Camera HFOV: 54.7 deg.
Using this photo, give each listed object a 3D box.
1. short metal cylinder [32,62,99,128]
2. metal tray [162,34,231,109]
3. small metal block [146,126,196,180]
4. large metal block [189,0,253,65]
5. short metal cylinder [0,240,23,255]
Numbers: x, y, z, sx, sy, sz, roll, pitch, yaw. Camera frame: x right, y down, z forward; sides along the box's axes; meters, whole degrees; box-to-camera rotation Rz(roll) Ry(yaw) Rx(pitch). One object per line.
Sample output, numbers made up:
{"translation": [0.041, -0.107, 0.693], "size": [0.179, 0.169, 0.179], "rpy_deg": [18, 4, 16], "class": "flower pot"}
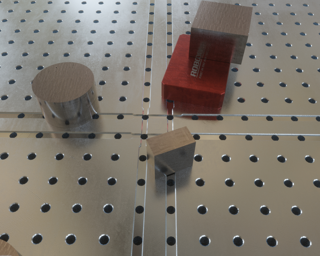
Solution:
{"translation": [-0.128, -0.046, 0.429], "size": [0.081, 0.050, 0.080], "rpy_deg": [0, 50, 0], "class": "short metal cylinder"}
{"translation": [0.061, -0.092, 0.482], "size": [0.090, 0.030, 0.130], "rpy_deg": [11, 51, 9], "class": "metal tray"}
{"translation": [0.012, 0.030, 0.366], "size": [0.050, 0.050, 0.025], "rpy_deg": [-18, 53, -14], "class": "small metal block"}
{"translation": [0.094, -0.149, 0.477], "size": [0.080, 0.050, 0.080], "rpy_deg": [12, 51, 10], "class": "large metal block"}
{"translation": [-0.153, 0.144, 0.269], "size": [0.081, 0.050, 0.080], "rpy_deg": [0, 50, 0], "class": "short metal cylinder"}
